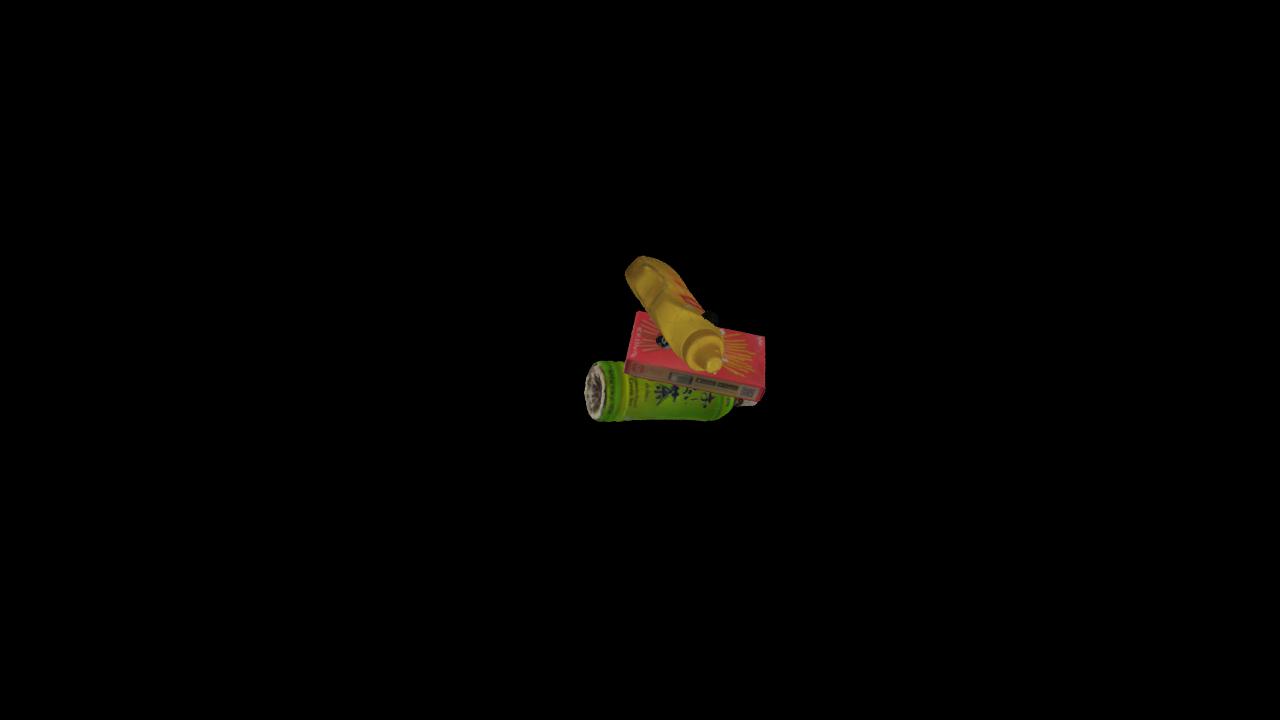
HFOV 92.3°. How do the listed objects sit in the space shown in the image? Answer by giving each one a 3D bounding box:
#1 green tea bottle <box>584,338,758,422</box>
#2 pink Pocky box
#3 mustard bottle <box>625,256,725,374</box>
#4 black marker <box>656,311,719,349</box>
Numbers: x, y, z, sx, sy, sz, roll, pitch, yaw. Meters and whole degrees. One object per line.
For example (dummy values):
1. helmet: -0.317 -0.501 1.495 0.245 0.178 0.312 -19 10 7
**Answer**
1. green tea bottle: 0.045 0.037 0.723 0.212 0.073 0.073 0 0 -23
2. pink Pocky box: 0.064 -0.006 0.691 0.155 0.084 0.029 12 -44 -1
3. mustard bottle: 0.045 -0.043 0.660 0.092 0.054 0.184 41 12 -36
4. black marker: 0.041 -0.025 0.659 0.020 0.020 0.121 0 -16 -37
